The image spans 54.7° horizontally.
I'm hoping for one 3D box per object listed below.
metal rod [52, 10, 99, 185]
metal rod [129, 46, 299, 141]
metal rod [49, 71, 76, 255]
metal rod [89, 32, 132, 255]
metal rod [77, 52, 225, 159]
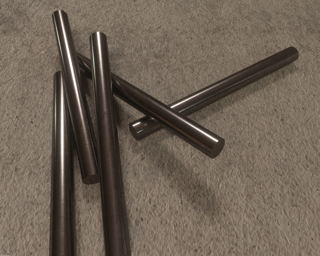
[{"bbox_3d":[-0.120,-0.062,0.430,0.025,0.025,0.299,-13,58,-11],"label":"metal rod"},{"bbox_3d":[0.092,-0.058,0.453,0.302,0.025,0.025,-27,55,-21],"label":"metal rod"},{"bbox_3d":[-0.117,0.036,0.371,0.025,0.025,0.300,-9,51,-8],"label":"metal rod"},{"bbox_3d":[-0.065,-0.002,0.373,0.025,0.025,0.299,-7,60,-7],"label":"metal rod"},{"bbox_3d":[-0.042,-0.047,0.416,0.025,0.025,0.300,-37,52,-27],"label":"metal rod"}]
